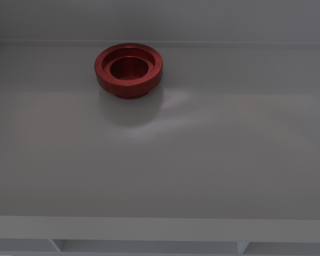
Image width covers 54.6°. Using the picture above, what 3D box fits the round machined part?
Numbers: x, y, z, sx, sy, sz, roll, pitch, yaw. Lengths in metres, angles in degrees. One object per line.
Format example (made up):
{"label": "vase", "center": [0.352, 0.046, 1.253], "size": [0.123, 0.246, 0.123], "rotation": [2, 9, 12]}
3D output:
{"label": "round machined part", "center": [-0.045, -0.081, 0.462], "size": [0.099, 0.042, 0.098], "rotation": [0, 50, 0]}
